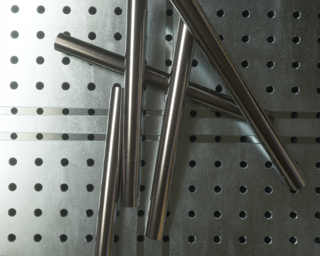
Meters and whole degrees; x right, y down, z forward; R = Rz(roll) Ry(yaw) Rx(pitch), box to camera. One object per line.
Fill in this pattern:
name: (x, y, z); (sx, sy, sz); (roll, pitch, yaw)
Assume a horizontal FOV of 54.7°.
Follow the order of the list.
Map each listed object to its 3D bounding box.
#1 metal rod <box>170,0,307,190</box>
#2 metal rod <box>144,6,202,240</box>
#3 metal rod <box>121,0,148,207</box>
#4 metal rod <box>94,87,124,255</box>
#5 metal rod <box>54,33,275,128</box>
metal rod: (0.100, -0.042, 0.379); (0.025, 0.025, 0.299); (-36, 105, 0)
metal rod: (0.015, -0.003, 0.394); (0.025, 0.025, 0.298); (9, 98, -1)
metal rod: (-0.033, -0.046, 0.391); (0.025, 0.025, 0.298); (3, 99, -1)
metal rod: (-0.068, 0.096, 0.412); (0.025, 0.025, 0.298); (6, 90, -1)
metal rod: (0.007, -0.062, 0.413); (0.301, 0.025, 0.025); (21, 90, -1)
